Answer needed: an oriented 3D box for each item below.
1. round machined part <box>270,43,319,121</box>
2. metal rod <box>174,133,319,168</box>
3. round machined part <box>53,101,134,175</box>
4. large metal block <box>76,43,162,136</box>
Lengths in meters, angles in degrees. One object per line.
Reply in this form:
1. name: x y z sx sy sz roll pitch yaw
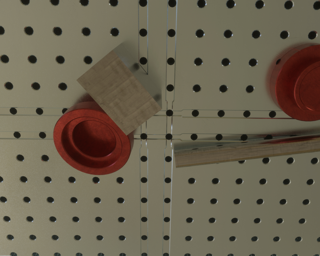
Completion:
1. round machined part: 0.194 -0.054 0.386 0.099 0.042 0.097 0 110 0
2. metal rod: 0.170 0.025 0.424 0.302 0.025 0.025 -7 110 2
3. round machined part: -0.082 0.010 0.400 0.099 0.042 0.097 3 120 6
4. large metal block: -0.042 -0.049 0.366 0.050 0.080 0.080 -37 106 12
